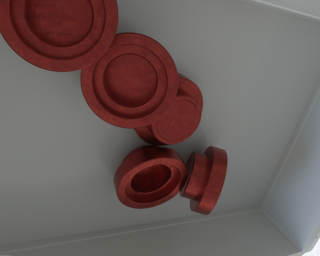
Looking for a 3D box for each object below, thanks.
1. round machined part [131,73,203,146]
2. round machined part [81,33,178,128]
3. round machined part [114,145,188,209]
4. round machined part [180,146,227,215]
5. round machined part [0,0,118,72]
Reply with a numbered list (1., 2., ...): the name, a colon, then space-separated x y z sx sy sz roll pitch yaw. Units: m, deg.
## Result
1. round machined part: 0.013 -0.018 0.393 0.099 0.042 0.097 -14 124 -21
2. round machined part: -0.031 -0.052 0.332 0.099 0.042 0.097 -1 108 -2
3. round machined part: -0.015 0.062 0.421 0.099 0.042 0.097 -13 132 -15
4. round machined part: 0.059 0.072 0.447 0.042 0.098 0.097 18 112 -2
5. round machined part: -0.088 -0.102 0.275 0.099 0.042 0.097 -4 110 -12
